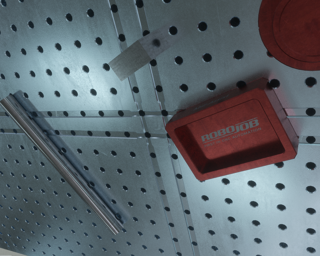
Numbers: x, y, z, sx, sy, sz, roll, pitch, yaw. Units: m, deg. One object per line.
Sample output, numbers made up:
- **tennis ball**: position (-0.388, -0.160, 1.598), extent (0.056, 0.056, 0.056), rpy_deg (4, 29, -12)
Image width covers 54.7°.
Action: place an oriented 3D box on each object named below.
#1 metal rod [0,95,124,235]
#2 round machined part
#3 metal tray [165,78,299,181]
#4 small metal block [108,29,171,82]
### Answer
- **metal rod**: position (-0.166, 0.069, 0.538), extent (0.025, 0.025, 0.300), rpy_deg (-30, 102, 37)
- **round machined part**: position (0.136, -0.096, 0.269), extent (0.098, 0.042, 0.097), rpy_deg (13, 124, 20)
- **metal tray**: position (0.082, 0.008, 0.368), extent (0.130, 0.030, 0.090), rpy_deg (-22, 107, 35)
- **small metal block**: position (-0.023, -0.084, 0.354), extent (0.050, 0.050, 0.025), rpy_deg (-27, 104, 37)
